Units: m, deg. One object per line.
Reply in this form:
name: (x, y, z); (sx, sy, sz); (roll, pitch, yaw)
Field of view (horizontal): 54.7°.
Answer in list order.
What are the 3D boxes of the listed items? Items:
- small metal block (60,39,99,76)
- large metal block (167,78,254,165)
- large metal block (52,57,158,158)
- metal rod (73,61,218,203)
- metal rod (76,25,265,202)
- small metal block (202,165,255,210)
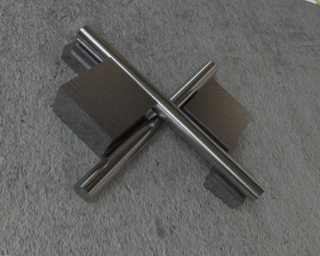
small metal block: (-0.094, -0.092, 0.412); (0.050, 0.025, 0.050); (45, 51, 2)
large metal block: (0.071, -0.010, 0.434); (0.080, 0.050, 0.080); (43, 51, 1)
large metal block: (-0.065, -0.025, 0.367); (0.080, 0.050, 0.080); (45, 51, 3)
metal rod: (0.002, -0.015, 0.416); (0.025, 0.025, 0.302); (43, 51, 1)
metal rod: (0.012, -0.019, 0.391); (0.300, 0.025, 0.025); (43, 51, 1)
small metal block: (0.092, 0.070, 0.412); (0.050, 0.025, 0.050); (40, 51, -1)
